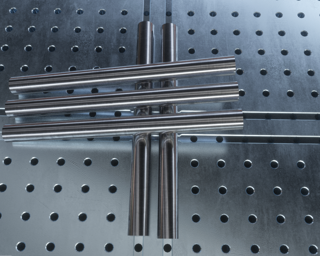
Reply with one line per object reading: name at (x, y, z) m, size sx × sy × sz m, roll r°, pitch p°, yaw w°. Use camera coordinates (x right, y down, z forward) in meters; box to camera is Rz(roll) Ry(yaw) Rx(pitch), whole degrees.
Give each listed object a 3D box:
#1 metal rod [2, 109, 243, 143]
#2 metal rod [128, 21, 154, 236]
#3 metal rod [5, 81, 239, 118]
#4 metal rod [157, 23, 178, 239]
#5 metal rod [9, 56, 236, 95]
metal rod at (-0.051, -0.002, 0.389) m, size 0.302 × 0.025 × 0.025 m, roll -3°, pitch 70°, yaw 7°
metal rod at (-0.023, -0.013, 0.416) m, size 0.025 × 0.025 × 0.299 m, roll 1°, pitch 70°, yaw 0°
metal rod at (-0.053, -0.036, 0.402) m, size 0.302 × 0.025 × 0.025 m, roll -4°, pitch 70°, yaw 7°
metal rod at (0.011, -0.010, 0.416) m, size 0.025 × 0.025 × 0.299 m, roll 1°, pitch 70°, yaw 0°
metal rod at (-0.054, -0.070, 0.415) m, size 0.302 × 0.025 × 0.025 m, roll -4°, pitch 70°, yaw 6°
